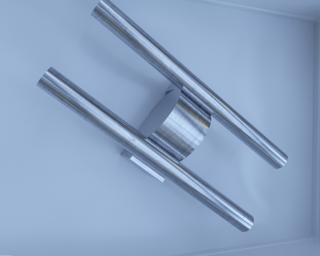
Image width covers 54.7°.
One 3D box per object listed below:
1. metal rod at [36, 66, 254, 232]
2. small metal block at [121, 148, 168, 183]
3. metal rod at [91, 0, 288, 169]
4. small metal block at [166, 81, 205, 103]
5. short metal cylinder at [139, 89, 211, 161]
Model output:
[{"bbox_3d":[-0.003,0.035,0.357,0.301,0.025,0.025,37,78,-16],"label":"metal rod"},{"bbox_3d":[-0.017,0.040,0.390,0.050,0.050,0.025,38,78,-16],"label":"small metal block"},{"bbox_3d":[0.048,-0.043,0.375,0.301,0.025,0.025,38,78,-17],"label":"metal rod"},{"bbox_3d":[0.042,-0.045,0.412,0.050,0.050,0.025,38,78,-16],"label":"small metal block"},{"bbox_3d":[0.017,-0.003,0.387,0.050,0.080,0.080,38,78,-17],"label":"short metal cylinder"}]
